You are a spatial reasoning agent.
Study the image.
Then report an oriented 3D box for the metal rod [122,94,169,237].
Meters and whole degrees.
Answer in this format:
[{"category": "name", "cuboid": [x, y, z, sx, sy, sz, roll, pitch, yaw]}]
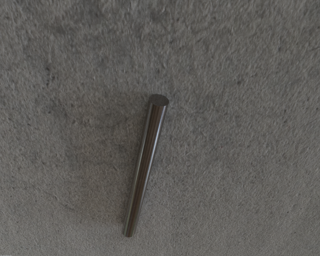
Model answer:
[{"category": "metal rod", "cuboid": [-0.029, 0.077, 0.472, 0.025, 0.025, 0.298, 8, 130, -7]}]
